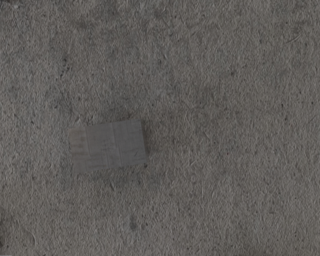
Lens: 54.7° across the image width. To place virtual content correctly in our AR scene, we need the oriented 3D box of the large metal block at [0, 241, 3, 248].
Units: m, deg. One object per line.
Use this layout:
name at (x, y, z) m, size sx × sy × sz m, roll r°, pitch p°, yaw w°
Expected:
large metal block at (-0.268, 0.145, 0.395) m, size 0.080 × 0.050 × 0.080 m, roll -29°, pitch 90°, yaw 0°

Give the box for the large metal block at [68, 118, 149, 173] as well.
large metal block at (-0.058, 0.019, 0.382) m, size 0.080 × 0.080 × 0.050 m, roll -8°, pitch 90°, yaw 0°

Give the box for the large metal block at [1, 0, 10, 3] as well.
large metal block at (-0.236, -0.216, 0.395) m, size 0.080 × 0.050 × 0.080 m, roll 11°, pitch 90°, yaw 0°
